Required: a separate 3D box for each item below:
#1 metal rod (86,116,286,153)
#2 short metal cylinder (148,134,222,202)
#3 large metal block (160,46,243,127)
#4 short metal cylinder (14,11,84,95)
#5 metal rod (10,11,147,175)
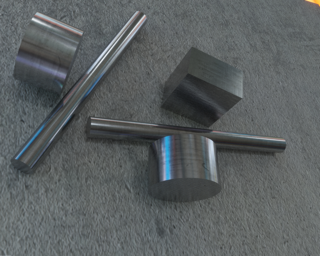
[{"bbox_3d":[0.053,0.013,0.424,0.302,0.025,0.025,6,59,-25],"label":"metal rod"},{"bbox_3d":[0.027,0.048,0.353,0.081,0.080,0.050,12,57,-22],"label":"short metal cylinder"},{"bbox_3d":[0.057,-0.054,0.432,0.080,0.080,0.050,22,54,-15],"label":"large metal block"},{"bbox_3d":[-0.124,-0.083,0.352,0.050,0.080,0.080,21,54,-16],"label":"short metal cylinder"},{"bbox_3d":[-0.084,-0.068,0.399,0.025,0.025,0.301,32,51,-8],"label":"metal rod"}]
